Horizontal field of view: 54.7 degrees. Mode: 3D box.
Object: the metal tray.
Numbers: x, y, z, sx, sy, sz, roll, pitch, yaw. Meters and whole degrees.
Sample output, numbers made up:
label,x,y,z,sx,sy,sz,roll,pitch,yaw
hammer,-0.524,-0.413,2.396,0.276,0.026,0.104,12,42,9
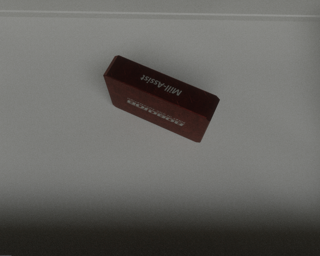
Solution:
label,x,y,z,sx,sy,sz,roll,pitch,yaw
metal tray,0.001,-0.032,0.383,0.130,0.090,0.030,24,72,7
